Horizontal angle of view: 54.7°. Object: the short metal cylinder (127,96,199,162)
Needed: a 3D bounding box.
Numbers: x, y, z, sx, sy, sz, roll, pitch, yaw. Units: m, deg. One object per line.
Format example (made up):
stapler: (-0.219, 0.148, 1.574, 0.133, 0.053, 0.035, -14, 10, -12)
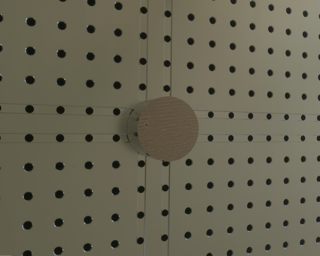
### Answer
short metal cylinder: (0.003, 0.001, 0.401, 0.081, 0.050, 0.079, 0, 90, -21)
